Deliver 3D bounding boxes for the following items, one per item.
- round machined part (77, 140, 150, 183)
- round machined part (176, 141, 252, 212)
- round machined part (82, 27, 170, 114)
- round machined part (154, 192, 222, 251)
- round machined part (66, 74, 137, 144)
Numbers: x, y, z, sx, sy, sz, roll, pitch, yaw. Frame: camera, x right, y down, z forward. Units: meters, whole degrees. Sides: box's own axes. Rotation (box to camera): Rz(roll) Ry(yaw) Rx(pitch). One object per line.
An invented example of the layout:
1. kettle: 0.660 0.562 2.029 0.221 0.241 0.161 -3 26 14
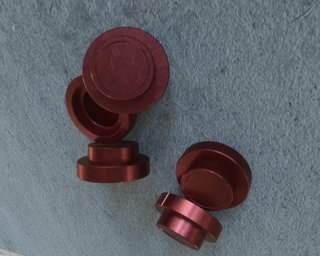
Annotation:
1. round machined part: -0.063 0.042 0.425 0.098 0.099 0.042 2 97 27
2. round machined part: 0.066 0.069 0.404 0.098 0.042 0.097 13 124 21
3. round machined part: -0.039 -0.064 0.346 0.099 0.042 0.097 0 93 2
4. round machined part: 0.034 0.135 0.435 0.098 0.042 0.098 27 157 13
5. round machined part: -0.073 -0.031 0.414 0.098 0.042 0.097 13 123 22
